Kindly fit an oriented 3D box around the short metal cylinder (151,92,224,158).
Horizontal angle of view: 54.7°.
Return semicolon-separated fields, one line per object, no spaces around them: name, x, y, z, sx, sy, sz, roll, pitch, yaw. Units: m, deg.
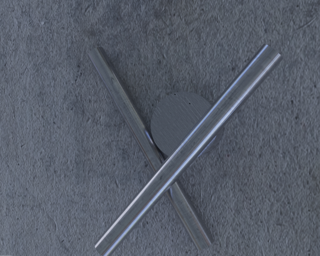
short metal cylinder;0.035;-0.003;0.383;0.080;0.050;0.079;0;90;20

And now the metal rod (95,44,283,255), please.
metal rod;0.023;0.035;0.347;0.025;0.025;0.299;43;103;15

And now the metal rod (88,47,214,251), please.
metal rod;-0.017;0.020;0.414;0.025;0.025;0.299;-33;79;17
